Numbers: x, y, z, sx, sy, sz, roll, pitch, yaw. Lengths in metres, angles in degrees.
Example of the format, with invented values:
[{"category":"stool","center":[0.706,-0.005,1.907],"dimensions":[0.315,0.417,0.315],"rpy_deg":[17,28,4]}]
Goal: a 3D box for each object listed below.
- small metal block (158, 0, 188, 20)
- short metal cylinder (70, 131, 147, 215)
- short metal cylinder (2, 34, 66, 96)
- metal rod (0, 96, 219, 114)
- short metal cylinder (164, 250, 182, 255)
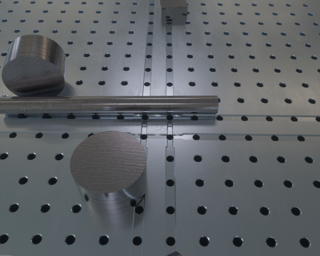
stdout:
[{"category":"small metal block","center":[0.025,-0.239,0.609],"dimensions":[0.050,0.025,0.050],"rpy_deg":[-5,50,-4]},{"category":"short metal cylinder","center":[-0.055,0.050,0.349],"dimensions":[0.081,0.050,0.080],"rpy_deg":[0,50,0]},{"category":"short metal cylinder","center":[-0.177,-0.085,0.442],"dimensions":[0.081,0.080,0.050],"rpy_deg":[-7,51,-6]},{"category":"metal rod","center":[-0.071,-0.032,0.434],"dimensions":[0.302,0.025,0.025],"rpy_deg":[0,50,-1]},{"category":"short metal cylinder","center":[0.011,0.148,0.248],"dimensions":[0.050,0.080,0.080],"rpy_deg":[-26,55,-20]}]
